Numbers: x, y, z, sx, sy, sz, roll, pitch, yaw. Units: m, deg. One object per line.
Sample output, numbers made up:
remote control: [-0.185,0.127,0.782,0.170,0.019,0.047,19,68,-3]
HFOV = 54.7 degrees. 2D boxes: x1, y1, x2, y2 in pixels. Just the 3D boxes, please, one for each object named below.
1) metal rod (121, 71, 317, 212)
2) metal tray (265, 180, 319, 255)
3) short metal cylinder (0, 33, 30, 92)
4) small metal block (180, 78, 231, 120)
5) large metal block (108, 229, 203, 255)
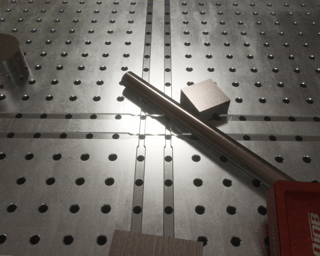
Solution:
metal rod: [0.059,0.005,0.404,0.300,0.025,0.025,36,59,26]
metal tray: [0.153,0.118,0.289,0.091,0.030,0.130,4,62,2]
short metal cylinder: [-0.248,-0.100,0.472,0.081,0.050,0.080,0,50,0]
small metal block: [0.063,-0.039,0.441,0.050,0.025,0.050,-21,54,-18]
large metal block: [-0.007,0.143,0.271,0.080,0.050,0.080,7,50,5]
